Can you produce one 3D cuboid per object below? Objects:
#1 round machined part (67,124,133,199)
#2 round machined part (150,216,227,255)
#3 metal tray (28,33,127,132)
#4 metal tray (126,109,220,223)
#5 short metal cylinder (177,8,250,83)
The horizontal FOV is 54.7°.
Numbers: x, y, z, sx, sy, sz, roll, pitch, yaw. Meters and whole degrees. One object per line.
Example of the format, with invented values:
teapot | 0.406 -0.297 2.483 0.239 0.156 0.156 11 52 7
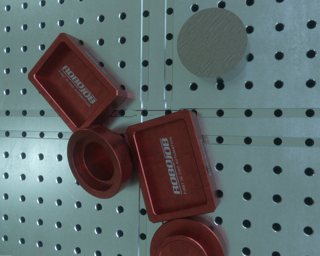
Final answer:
round machined part | -0.076 0.042 0.417 0.098 0.042 0.097 13 114 32
round machined part | 0.032 0.163 0.391 0.098 0.042 0.097 0 90 19
metal tray | -0.122 -0.062 0.451 0.090 0.030 0.130 -46 76 14
metal tray | 0.016 0.049 0.403 0.090 0.030 0.129 -17 85 18
short metal cylinder | 0.066 -0.097 0.376 0.080 0.050 0.079 0 90 19
